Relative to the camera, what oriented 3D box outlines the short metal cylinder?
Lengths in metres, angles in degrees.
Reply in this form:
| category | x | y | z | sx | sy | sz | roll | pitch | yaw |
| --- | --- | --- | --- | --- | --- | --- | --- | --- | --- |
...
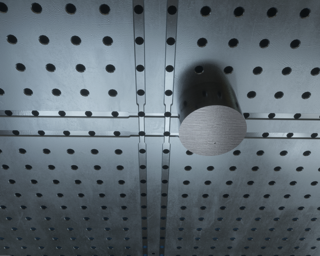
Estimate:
| category | x | y | z | sx | sy | sz | roll | pitch | yaw |
| --- | --- | --- | --- | --- | --- | --- | --- | --- | --- |
| short metal cylinder | 0.063 | -0.011 | 0.387 | 0.081 | 0.050 | 0.079 | 0 | 130 | 0 |
